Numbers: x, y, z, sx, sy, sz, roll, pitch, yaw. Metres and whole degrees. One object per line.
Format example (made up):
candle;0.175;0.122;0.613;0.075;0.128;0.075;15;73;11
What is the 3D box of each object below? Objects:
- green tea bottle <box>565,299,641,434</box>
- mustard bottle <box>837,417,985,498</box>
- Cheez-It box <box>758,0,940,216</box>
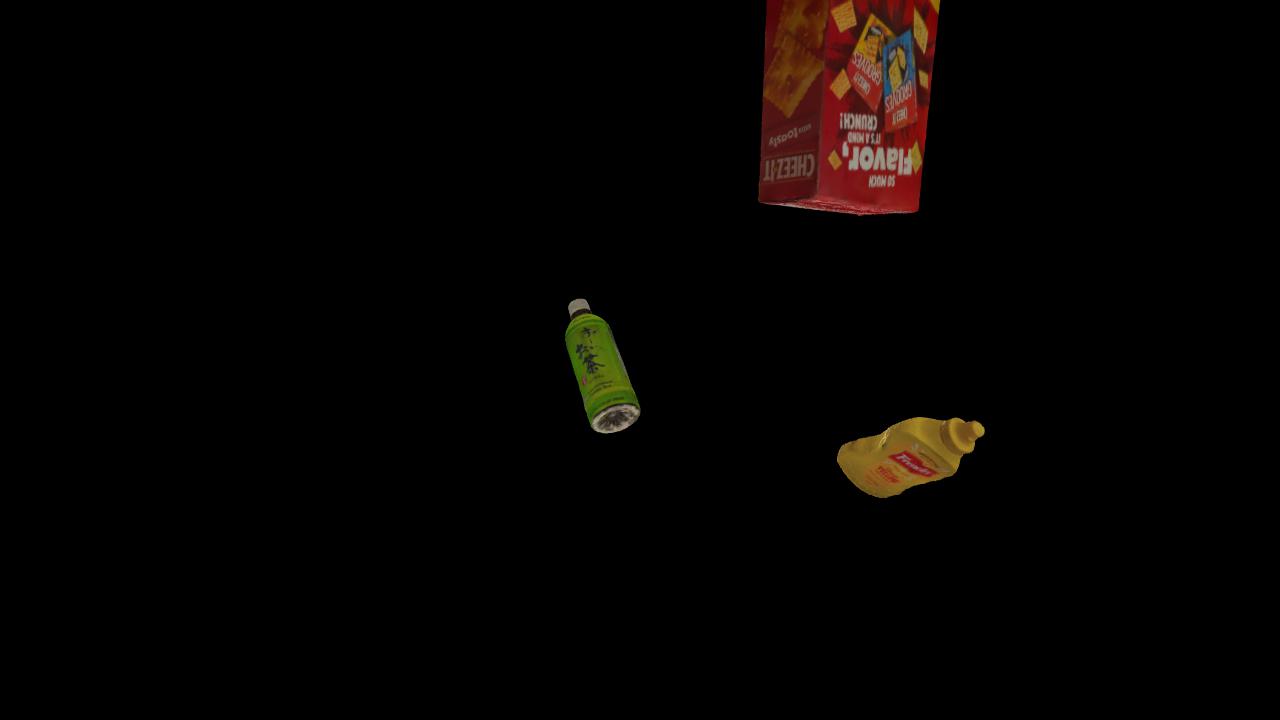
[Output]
green tea bottle;-0.060;-0.001;0.855;0.073;0.212;0.073;-13;-38;-10
mustard bottle;0.338;0.113;0.757;0.054;0.092;0.184;-48;3;-37
Cheez-It box;0.184;-0.243;0.533;0.166;0.223;0.071;-6;12;-38
